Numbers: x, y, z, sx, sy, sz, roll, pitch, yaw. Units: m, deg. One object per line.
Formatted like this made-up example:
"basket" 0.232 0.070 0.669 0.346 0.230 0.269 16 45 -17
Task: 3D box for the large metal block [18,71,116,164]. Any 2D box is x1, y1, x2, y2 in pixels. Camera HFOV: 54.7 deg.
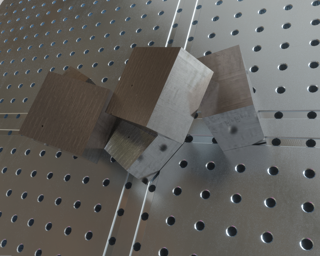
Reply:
"large metal block" -0.103 -0.011 0.367 0.080 0.050 0.080 18 77 13

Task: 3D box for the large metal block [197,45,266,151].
"large metal block" 0.080 -0.031 0.349 0.050 0.080 0.080 -15 56 19

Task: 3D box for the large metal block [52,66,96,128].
"large metal block" -0.119 -0.028 0.450 0.050 0.080 0.080 34 81 38

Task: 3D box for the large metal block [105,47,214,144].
"large metal block" -0.003 -0.037 0.326 0.080 0.050 0.080 19 84 51

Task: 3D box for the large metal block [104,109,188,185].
"large metal block" -0.026 0.011 0.397 0.080 0.050 0.080 -48 52 -6
